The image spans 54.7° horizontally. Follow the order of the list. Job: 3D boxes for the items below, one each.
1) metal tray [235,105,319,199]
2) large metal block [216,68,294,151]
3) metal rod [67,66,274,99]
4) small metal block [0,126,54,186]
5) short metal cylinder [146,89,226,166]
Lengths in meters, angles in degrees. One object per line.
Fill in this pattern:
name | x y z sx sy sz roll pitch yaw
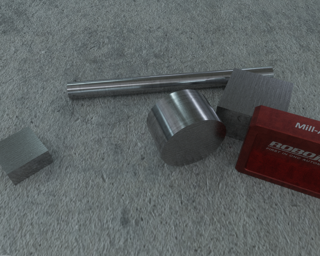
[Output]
metal tray | 0.156 0.032 0.336 0.130 0.089 0.030 18 52 14
large metal block | 0.123 -0.027 0.411 0.080 0.050 0.080 19 52 14
metal rod | 0.019 -0.068 0.460 0.302 0.025 0.025 -5 50 -5
small metal block | -0.167 0.032 0.374 0.050 0.025 0.050 -34 58 -26
short metal cylinder | 0.030 0.001 0.367 0.081 0.080 0.050 -16 52 -14
